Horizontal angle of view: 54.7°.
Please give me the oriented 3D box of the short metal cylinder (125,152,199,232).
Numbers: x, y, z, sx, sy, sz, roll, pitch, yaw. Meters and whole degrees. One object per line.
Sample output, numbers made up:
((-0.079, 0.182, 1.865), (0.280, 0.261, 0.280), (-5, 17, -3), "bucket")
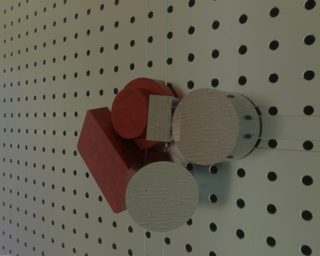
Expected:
((0.000, 0.072, 0.360), (0.050, 0.081, 0.079), (-132, 49, -80), "short metal cylinder")

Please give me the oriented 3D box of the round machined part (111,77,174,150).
((-0.028, -0.019, 0.415), (0.098, 0.042, 0.097), (0, 90, 40), "round machined part")

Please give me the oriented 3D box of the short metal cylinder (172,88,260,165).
((0.060, -0.002, 0.339), (0.080, 0.050, 0.079), (0, 90, 40), "short metal cylinder")

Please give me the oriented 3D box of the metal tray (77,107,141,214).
((-0.071, 0.044, 0.445), (0.130, 0.030, 0.089), (53, 136, 26), "metal tray")

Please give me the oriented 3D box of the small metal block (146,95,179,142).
((0.004, -0.011, 0.360), (0.025, 0.050, 0.050), (5, 93, 12), "small metal block")
